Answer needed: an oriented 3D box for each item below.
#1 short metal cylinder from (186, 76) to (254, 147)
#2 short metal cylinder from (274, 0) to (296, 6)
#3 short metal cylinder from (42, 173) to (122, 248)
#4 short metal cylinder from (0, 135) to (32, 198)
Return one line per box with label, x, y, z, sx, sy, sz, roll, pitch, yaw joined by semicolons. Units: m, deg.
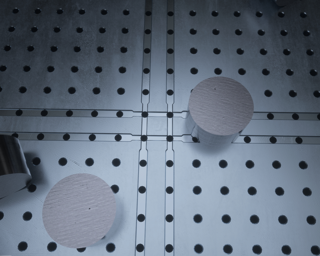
short metal cylinder;0.076;-0.020;0.406;0.081;0.050;0.080;0;70;0
short metal cylinder;0.197;-0.234;0.469;0.080;0.080;0.050;-27;73;-10
short metal cylinder;-0.088;0.097;0.362;0.081;0.050;0.080;0;70;0
short metal cylinder;-0.200;0.049;0.363;0.080;0.080;0.050;-24;72;-8
